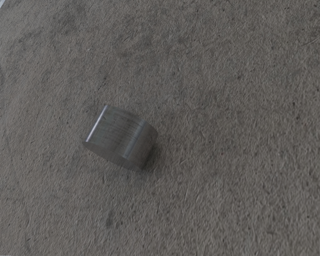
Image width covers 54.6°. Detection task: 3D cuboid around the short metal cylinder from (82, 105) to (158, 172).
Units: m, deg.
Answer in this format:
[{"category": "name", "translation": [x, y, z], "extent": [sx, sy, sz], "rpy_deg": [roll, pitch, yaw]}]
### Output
[{"category": "short metal cylinder", "translation": [-0.049, 0.014, 0.386], "extent": [0.080, 0.080, 0.050], "rpy_deg": [13, 69, 34]}]
